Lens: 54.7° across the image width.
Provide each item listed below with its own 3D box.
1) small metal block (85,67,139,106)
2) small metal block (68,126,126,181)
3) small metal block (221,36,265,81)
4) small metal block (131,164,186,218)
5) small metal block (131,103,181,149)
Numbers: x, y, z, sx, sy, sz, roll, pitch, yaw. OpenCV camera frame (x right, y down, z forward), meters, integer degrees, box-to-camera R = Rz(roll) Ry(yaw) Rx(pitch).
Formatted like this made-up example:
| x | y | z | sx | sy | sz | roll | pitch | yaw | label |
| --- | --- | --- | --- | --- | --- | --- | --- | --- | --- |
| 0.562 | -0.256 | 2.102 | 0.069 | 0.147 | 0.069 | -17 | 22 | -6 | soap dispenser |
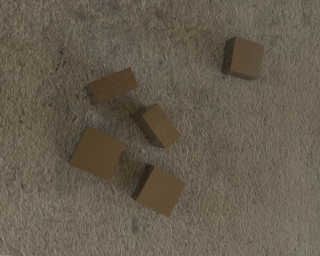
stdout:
| x | y | z | sx | sy | sz | roll | pitch | yaw | label |
| --- | --- | --- | --- | --- | --- | --- | --- | --- | --- |
| -0.059 | -0.049 | 0.374 | 0.050 | 0.050 | 0.025 | -25 | 99 | -18 | small metal block |
| -0.078 | 0.030 | 0.380 | 0.050 | 0.025 | 0.050 | 27 | 81 | -18 | small metal block |
| 0.121 | -0.101 | 0.453 | 0.050 | 0.025 | 0.050 | 11 | 86 | -20 | small metal block |
| -0.002 | 0.082 | 0.408 | 0.050 | 0.025 | 0.050 | 32 | 80 | -18 | small metal block |
| -0.006 | -0.002 | 0.393 | 0.025 | 0.050 | 0.050 | -39 | 103 | -16 | small metal block |
